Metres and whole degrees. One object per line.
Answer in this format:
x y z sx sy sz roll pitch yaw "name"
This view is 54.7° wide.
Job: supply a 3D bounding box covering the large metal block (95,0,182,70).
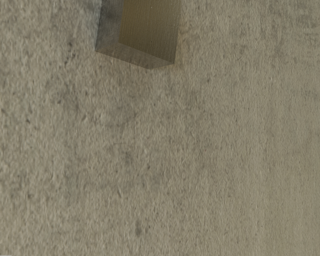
-0.024 -0.122 0.369 0.081 0.050 0.080 11 83 -40 "large metal block"
